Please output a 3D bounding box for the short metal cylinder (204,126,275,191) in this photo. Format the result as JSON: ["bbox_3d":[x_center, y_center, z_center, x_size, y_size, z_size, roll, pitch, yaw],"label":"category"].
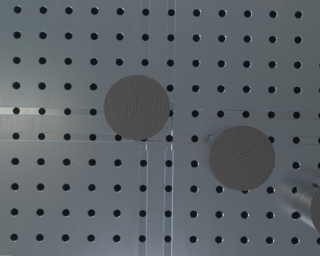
[{"bbox_3d":[0.100,0.037,0.402,0.081,0.050,0.079,0,90,0],"label":"short metal cylinder"}]

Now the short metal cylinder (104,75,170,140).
[{"bbox_3d":[-0.028,-0.025,0.400,0.081,0.050,0.079,0,90,0],"label":"short metal cylinder"}]

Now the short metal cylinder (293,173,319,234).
[{"bbox_3d":[0.224,0.101,0.403,0.081,0.050,0.079,0,90,0],"label":"short metal cylinder"}]
